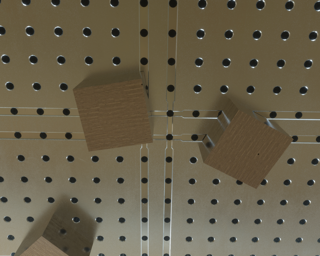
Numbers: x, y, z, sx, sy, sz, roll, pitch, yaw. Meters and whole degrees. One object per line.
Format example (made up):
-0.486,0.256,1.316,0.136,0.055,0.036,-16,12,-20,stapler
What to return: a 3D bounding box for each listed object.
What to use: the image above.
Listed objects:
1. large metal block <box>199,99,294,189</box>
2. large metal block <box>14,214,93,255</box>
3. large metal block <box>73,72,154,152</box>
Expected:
0.109,0.020,0.408,0.080,0.050,0.080,27,108,-10,large metal block
-0.164,0.193,0.470,0.080,0.050,0.080,-42,105,14,large metal block
-0.055,-0.022,0.392,0.080,0.050,0.080,-8,110,3,large metal block
